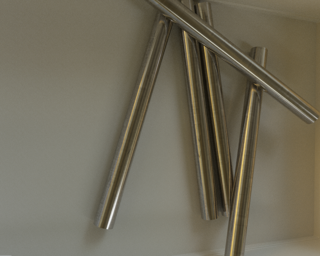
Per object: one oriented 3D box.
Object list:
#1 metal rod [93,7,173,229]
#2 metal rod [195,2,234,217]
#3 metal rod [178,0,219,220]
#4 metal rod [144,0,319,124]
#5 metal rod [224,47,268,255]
[{"bbox_3d":[-0.029,-0.022,0.399,0.025,0.025,0.299,18,84,-19],"label":"metal rod"},{"bbox_3d":[0.080,-0.023,0.439,0.025,0.025,0.298,-10,93,-20],"label":"metal rod"},{"bbox_3d":[0.052,-0.022,0.429,0.025,0.025,0.298,-8,93,-20],"label":"metal rod"},{"bbox_3d":[0.101,-0.094,0.415,0.301,0.025,0.025,33,80,-15],"label":"metal rod"},{"bbox_3d":[0.123,0.028,0.437,0.025,0.025,0.299,14,78,-20],"label":"metal rod"}]
